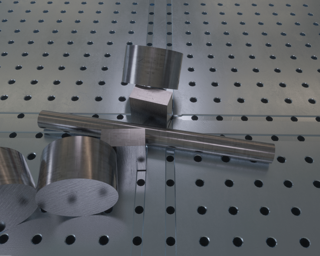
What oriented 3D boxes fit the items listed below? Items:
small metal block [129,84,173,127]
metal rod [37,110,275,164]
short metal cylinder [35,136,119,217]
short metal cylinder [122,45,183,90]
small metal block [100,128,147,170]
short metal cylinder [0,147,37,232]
[{"bbox_3d":[-0.011,-0.027,0.414,0.050,0.050,0.025,13,52,11],"label":"small metal block"},{"bbox_3d":[-0.010,0.010,0.399,0.302,0.025,0.025,8,51,7],"label":"metal rod"},{"bbox_3d":[-0.086,0.053,0.327,0.081,0.080,0.050,-6,51,-5],"label":"short metal cylinder"},{"bbox_3d":[-0.011,-0.084,0.436,0.081,0.050,0.080,8,9,-1],"label":"short metal cylinder"},{"bbox_3d":[-0.042,0.026,0.369,0.050,0.050,0.025,-1,50,-1],"label":"small metal block"},{"bbox_3d":[-0.171,0.065,0.316,0.081,0.080,0.050,-25,55,-20],"label":"short metal cylinder"}]
